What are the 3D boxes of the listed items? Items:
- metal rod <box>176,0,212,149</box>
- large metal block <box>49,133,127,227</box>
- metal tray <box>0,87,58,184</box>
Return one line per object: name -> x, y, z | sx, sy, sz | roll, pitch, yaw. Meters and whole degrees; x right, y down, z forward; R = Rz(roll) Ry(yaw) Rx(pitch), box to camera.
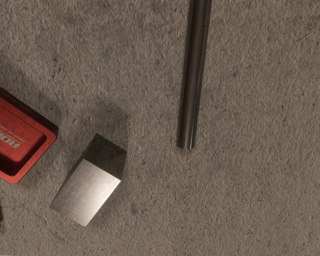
metal rod -> 0.045, -0.116, 0.367 | 0.025, 0.025, 0.298 | 4, 110, -2
large metal block -> -0.089, 0.064, 0.403 | 0.050, 0.080, 0.080 | 34, 106, -12
metal tray -> -0.208, 0.000, 0.385 | 0.130, 0.030, 0.090 | 40, 96, -24
